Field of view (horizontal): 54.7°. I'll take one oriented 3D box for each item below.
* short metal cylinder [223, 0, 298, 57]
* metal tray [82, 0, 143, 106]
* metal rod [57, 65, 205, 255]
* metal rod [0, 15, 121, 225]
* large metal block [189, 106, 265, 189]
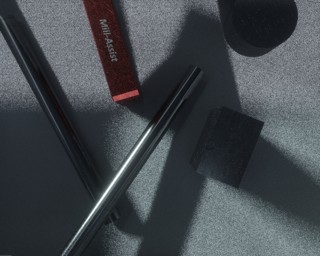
[{"bbox_3d":[0.127,-0.137,0.401,0.081,0.050,0.079,0,90,-1],"label":"short metal cylinder"},{"bbox_3d":[-0.055,-0.095,0.378,0.030,0.090,0.129,-17,90,0],"label":"metal tray"},{"bbox_3d":[-0.035,0.046,0.393,0.025,0.025,0.300,35,82,-1],"label":"metal rod"},{"bbox_3d":[-0.133,-0.010,0.409,0.025,0.025,0.299,-28,90,0],"label":"metal rod"},{"bbox_3d":[0.078,0.021,0.385,0.050,0.080,0.080,22,90,-1],"label":"large metal block"}]
